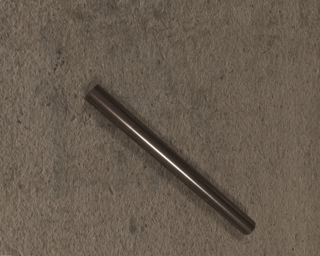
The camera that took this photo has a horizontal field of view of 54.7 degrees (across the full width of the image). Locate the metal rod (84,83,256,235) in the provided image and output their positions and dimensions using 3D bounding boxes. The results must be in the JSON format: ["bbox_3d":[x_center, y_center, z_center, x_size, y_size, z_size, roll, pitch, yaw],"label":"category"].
[{"bbox_3d":[0.024,0.051,0.418,0.300,0.025,0.025,42,77,-16],"label":"metal rod"}]
